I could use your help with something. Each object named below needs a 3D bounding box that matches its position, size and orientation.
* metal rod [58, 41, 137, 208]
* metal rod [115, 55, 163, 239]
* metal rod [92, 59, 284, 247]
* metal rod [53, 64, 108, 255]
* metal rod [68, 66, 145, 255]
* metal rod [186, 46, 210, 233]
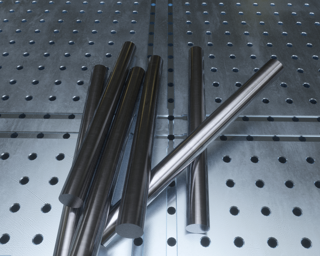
[{"bbox_3d":[-0.070,-0.031,0.413,0.025,0.025,0.300,5,44,4],"label":"metal rod"},{"bbox_3d":[-0.017,-0.008,0.384,0.025,0.025,0.300,3,41,2],"label":"metal rod"},{"bbox_3d":[0.044,0.016,0.360,0.301,0.025,0.025,-42,61,-17],"label":"metal rod"},{"bbox_3d":[-0.092,0.026,0.385,0.025,0.025,0.300,0,50,0],"label":"metal rod"},{"bbox_3d":[-0.052,0.019,0.371,0.025,0.025,0.300,5,44,4],"label":"metal rod"},{"bbox_3d":[0.049,-0.010,0.416,0.025,0.025,0.300,3,50,2],"label":"metal rod"}]
